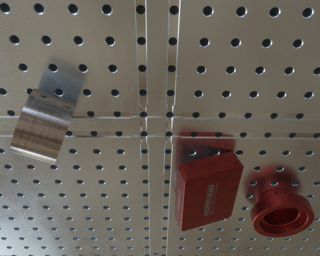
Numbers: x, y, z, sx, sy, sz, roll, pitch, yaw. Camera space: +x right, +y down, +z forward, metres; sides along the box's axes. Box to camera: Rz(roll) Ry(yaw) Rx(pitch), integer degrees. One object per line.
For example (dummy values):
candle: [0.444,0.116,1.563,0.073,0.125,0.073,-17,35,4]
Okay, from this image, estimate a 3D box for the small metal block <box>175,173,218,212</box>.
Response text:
small metal block: [0.058,0.105,0.502,0.050,0.025,0.050,-24,126,19]

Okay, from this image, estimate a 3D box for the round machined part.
round machined part: [0.201,0.139,0.521,0.099,0.042,0.097,0,130,0]

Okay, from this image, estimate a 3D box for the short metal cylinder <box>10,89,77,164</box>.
short metal cylinder: [-0.139,-0.002,0.373,0.050,0.080,0.079,20,127,-16]

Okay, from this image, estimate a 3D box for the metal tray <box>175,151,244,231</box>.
metal tray: [0.072,0.100,0.476,0.091,0.030,0.129,-12,131,-14]
